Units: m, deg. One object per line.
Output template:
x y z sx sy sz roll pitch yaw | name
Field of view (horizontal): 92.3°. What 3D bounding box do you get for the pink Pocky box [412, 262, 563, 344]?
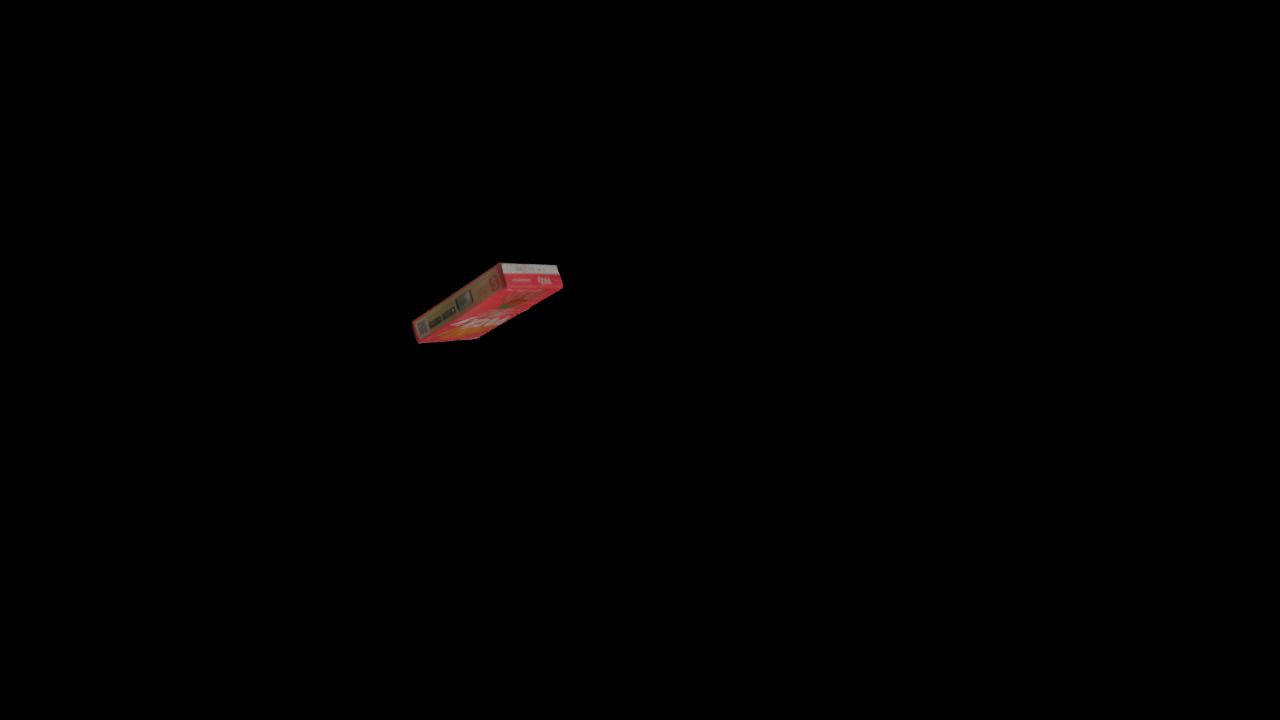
-0.163 -0.058 0.655 0.155 0.029 0.084 -24 -9 33 | pink Pocky box
